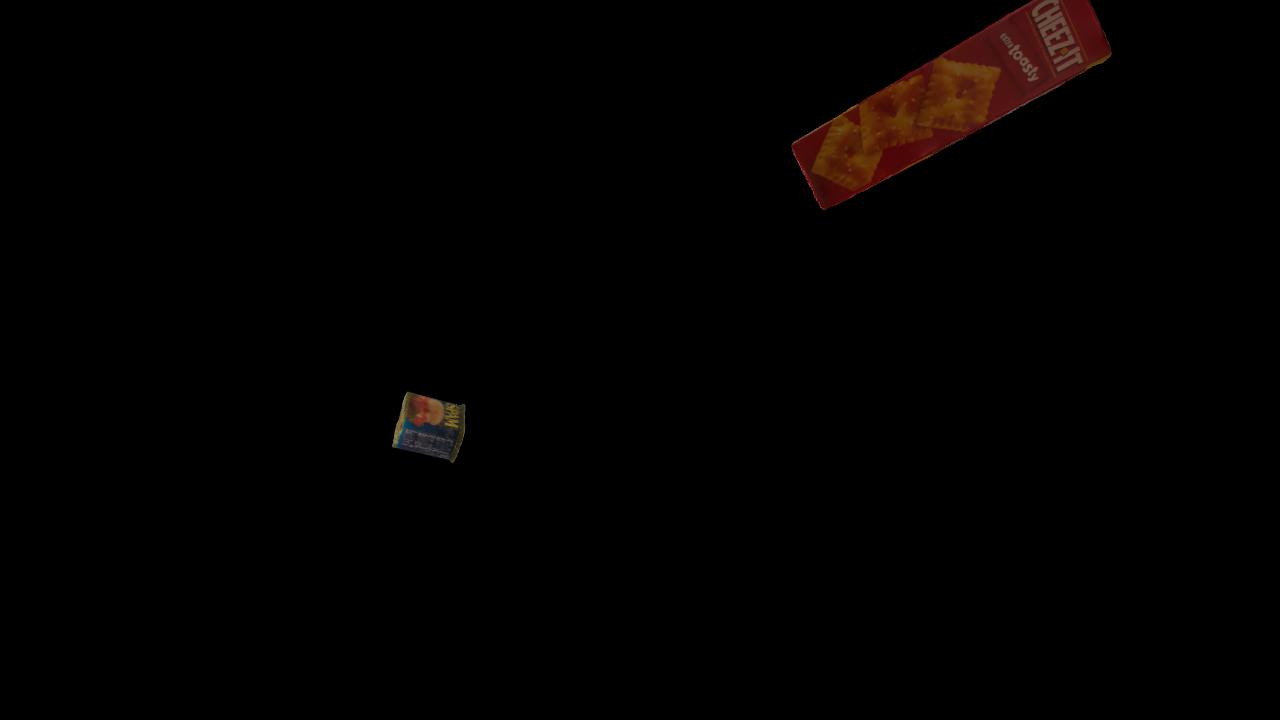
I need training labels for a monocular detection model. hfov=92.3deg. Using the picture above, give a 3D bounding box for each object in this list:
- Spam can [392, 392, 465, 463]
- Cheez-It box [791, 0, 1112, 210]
[{"bbox_3d":[-0.297,0.093,0.870,0.085,0.058,0.101,18,17,-22],"label":"Spam can"},{"bbox_3d":[0.252,-0.217,0.544,0.223,0.071,0.166,-26,6,23],"label":"Cheez-It box"}]
